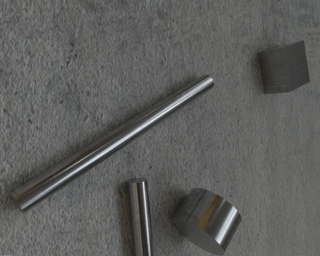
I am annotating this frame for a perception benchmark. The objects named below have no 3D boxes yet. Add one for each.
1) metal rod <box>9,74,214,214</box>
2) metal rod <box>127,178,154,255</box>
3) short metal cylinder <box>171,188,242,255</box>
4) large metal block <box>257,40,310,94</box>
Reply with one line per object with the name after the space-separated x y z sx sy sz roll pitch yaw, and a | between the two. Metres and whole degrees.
-0.032 0.001 0.377 0.302 0.025 0.025 -34 111 -35 | metal rod
-0.015 0.212 0.392 0.025 0.025 0.298 -8 95 -40 | metal rod
0.063 0.127 0.422 0.050 0.080 0.080 -51 120 -28 | short metal cylinder
0.235 -0.115 0.585 0.081 0.050 0.080 -24 106 -37 | large metal block
